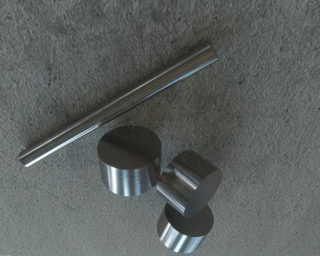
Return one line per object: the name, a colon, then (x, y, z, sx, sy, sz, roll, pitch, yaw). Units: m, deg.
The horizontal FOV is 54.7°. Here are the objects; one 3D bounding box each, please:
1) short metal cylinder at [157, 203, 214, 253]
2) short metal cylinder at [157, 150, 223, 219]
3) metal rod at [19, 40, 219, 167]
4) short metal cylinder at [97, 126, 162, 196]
short metal cylinder: (0.040, 0.153, 0.502, 0.081, 0.080, 0.050, 11, 129, -10)
short metal cylinder: (0.042, 0.077, 0.430, 0.081, 0.050, 0.080, -35, 144, -30)
metal rod: (-0.066, -0.020, 0.389, 0.300, 0.025, 0.025, -27, 125, 21)
short metal cylinder: (-0.039, 0.042, 0.406, 0.081, 0.080, 0.050, 1, 130, -1)
